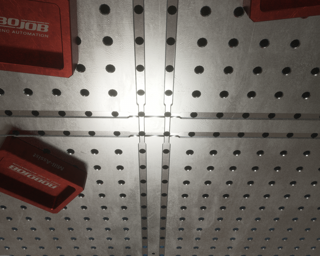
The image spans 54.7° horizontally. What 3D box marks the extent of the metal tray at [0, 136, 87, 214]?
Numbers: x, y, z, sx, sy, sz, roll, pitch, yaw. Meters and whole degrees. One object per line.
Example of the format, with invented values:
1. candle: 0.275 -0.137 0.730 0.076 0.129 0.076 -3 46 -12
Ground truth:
1. metal tray: -0.190 0.075 0.469 0.130 0.030 0.090 33 122 -26

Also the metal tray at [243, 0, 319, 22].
1. metal tray: 0.125 -0.165 0.269 0.091 0.030 0.129 -5 130 4

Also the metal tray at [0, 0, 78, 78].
1. metal tray: -0.154 -0.104 0.317 0.131 0.030 0.089 6 130 -6
